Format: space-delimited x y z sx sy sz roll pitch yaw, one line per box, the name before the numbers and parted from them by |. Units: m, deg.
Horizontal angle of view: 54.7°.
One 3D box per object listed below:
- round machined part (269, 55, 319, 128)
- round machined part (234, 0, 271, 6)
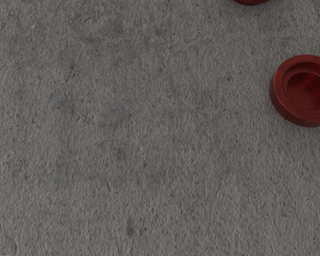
round machined part | 0.196 -0.046 0.417 0.099 0.042 0.098 0 70 0
round machined part | 0.143 -0.233 0.485 0.099 0.042 0.098 0 70 0
